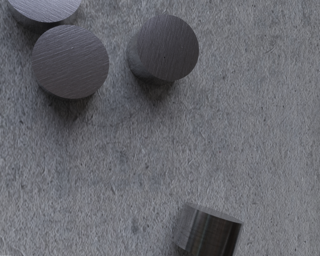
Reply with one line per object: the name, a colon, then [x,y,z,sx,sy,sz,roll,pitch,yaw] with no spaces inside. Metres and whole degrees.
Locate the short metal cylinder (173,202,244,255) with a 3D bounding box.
short metal cylinder: [0.063,0.134,0.403,0.080,0.080,0.050,20,84,-19]

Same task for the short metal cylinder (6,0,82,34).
short metal cylinder: [-0.130,-0.151,0.347,0.081,0.050,0.080,0,90,-20]

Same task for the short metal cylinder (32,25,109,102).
short metal cylinder: [-0.103,-0.071,0.357,0.081,0.050,0.080,0,90,-20]

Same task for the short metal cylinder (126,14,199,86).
short metal cylinder: [0.002,-0.097,0.396,0.081,0.050,0.080,0,90,-20]
